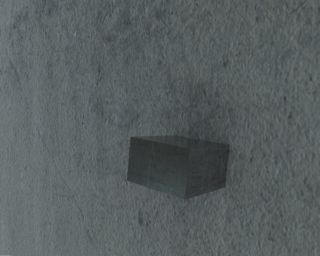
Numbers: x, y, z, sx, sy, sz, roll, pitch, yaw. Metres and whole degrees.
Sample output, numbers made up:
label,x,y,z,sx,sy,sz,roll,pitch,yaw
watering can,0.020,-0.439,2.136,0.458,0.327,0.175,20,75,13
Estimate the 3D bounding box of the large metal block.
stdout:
label,x,y,z,sx,sy,sz,roll,pitch,yaw
large metal block,0.021,0.039,0.352,0.080,0.081,0.050,9,96,40
